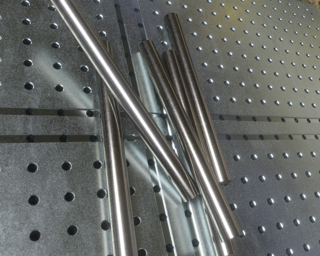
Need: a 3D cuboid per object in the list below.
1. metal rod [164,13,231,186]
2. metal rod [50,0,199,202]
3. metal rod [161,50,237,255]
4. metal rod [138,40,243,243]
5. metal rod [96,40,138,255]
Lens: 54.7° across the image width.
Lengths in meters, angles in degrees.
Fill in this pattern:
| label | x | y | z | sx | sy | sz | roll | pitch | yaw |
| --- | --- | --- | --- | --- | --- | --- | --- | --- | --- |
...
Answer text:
| label | x | y | z | sx | sy | sz | roll | pitch | yaw |
| --- | --- | --- | --- | --- | --- | --- | --- | --- | --- |
| metal rod | 0.051 | -0.059 | 0.472 | 0.025 | 0.025 | 0.299 | 1 | 61 | -28 |
| metal rod | -0.043 | -0.041 | 0.381 | 0.025 | 0.025 | 0.299 | -34 | 90 | -38 |
| metal rod | 0.046 | 0.017 | 0.424 | 0.025 | 0.025 | 0.299 | 1 | 61 | -28 |
| metal rod | 0.029 | -0.002 | 0.408 | 0.025 | 0.025 | 0.299 | -5 | 58 | -31 |
| metal rod | -0.056 | 0.017 | 0.368 | 0.025 | 0.025 | 0.299 | 4 | 60 | -27 |
